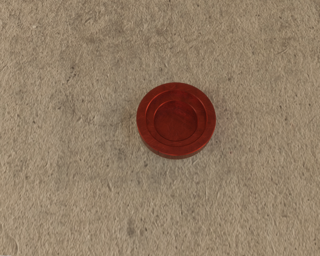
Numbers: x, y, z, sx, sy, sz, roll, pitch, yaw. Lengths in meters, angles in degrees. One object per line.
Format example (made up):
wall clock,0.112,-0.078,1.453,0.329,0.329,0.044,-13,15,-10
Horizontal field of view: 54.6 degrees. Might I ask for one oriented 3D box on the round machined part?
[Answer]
round machined part,0.020,-0.006,0.402,0.099,0.042,0.098,0,70,0
